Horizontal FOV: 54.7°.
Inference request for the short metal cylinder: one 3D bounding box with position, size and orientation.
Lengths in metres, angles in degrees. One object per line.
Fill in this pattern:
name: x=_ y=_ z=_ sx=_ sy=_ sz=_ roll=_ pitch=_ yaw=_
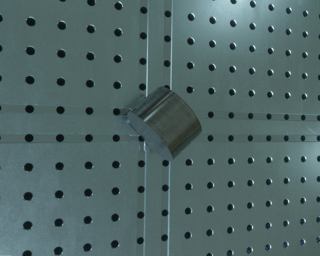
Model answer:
short metal cylinder: x=0.005 y=-0.005 z=0.386 sx=0.050 sy=0.080 sz=0.080 roll=-42 pitch=104 yaw=-15
